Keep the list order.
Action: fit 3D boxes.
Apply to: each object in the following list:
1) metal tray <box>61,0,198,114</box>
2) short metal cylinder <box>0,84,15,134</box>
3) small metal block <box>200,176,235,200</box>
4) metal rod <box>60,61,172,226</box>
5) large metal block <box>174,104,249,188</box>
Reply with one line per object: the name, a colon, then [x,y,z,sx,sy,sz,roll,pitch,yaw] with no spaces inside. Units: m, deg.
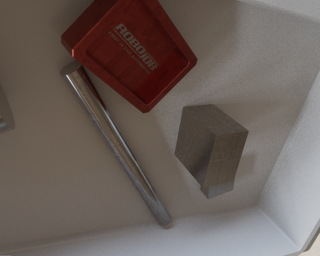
metal tray: [-0.024,-0.080,0.324,0.090,0.030,0.130,-45,143,4]
short metal cylinder: [-0.168,-0.026,0.266,0.050,0.080,0.080,-24,127,-14]
small metal block: [0.097,0.085,0.517,0.050,0.025,0.050,-16,125,-20]
metal rod: [-0.042,0.044,0.413,0.025,0.025,0.299,-32,129,-8]
large metal block: [0.066,0.022,0.425,0.050,0.080,0.079,-6,121,-26]
